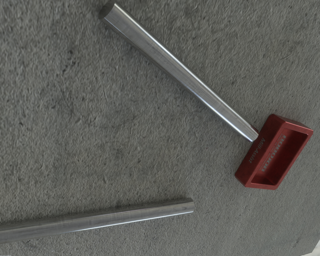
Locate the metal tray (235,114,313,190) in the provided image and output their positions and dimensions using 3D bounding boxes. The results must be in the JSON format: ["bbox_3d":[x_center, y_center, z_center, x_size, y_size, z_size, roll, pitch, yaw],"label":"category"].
[{"bbox_3d":[0.198,0.046,0.540,0.091,0.030,0.129,12,112,-34],"label":"metal tray"}]

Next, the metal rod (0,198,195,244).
[{"bbox_3d":[-0.083,0.129,0.441,0.303,0.025,0.025,0,119,-28],"label":"metal rod"}]

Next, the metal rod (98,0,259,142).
[{"bbox_3d":[0.046,-0.053,0.399,0.301,0.025,0.025,33,100,-39],"label":"metal rod"}]
